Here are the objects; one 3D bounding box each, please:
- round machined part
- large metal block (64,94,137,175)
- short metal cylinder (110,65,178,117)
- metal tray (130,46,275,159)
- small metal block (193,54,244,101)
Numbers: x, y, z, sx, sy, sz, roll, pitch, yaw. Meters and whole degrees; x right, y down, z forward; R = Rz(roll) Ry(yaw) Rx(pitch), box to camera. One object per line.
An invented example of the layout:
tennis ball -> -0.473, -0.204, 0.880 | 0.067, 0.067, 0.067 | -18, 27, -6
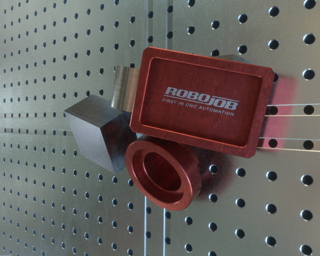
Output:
round machined part -> 0.008, 0.048, 0.374 | 0.098, 0.042, 0.097 | 24, 132, 29
large metal block -> -0.079, 0.007, 0.436 | 0.080, 0.050, 0.080 | 22, 137, 38
short metal cylinder -> -0.019, -0.047, 0.390 | 0.080, 0.081, 0.050 | 18, 102, 38
metal tray -> 0.041, -0.028, 0.322 | 0.131, 0.030, 0.089 | 13, 99, 11
small metal block -> 0.066, -0.055, 0.355 | 0.050, 0.025, 0.050 | 4, 93, 40
